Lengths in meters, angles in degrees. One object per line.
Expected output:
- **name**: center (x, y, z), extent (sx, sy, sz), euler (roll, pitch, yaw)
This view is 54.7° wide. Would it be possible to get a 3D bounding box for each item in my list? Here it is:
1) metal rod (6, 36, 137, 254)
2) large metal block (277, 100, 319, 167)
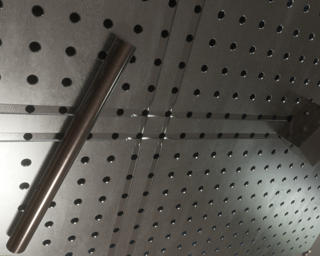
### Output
- **metal rod**: center (-0.112, 0.031, 0.369), extent (0.025, 0.025, 0.299), euler (21, 107, -37)
- **large metal block**: center (0.270, 0.011, 0.553), extent (0.080, 0.050, 0.080), euler (-48, 130, 5)
